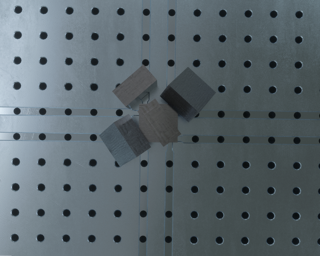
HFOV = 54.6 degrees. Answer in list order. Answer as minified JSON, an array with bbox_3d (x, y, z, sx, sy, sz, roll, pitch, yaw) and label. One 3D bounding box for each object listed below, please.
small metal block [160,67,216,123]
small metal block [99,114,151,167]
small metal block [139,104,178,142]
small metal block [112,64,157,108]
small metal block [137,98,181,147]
[{"bbox_3d":[0.037,-0.044,0.400,0.050,0.025,0.050,43,50,0],"label":"small metal block"},{"bbox_3d":[-0.046,0.017,0.398,0.025,0.050,0.050,-34,90,-37],"label":"small metal block"},{"bbox_3d":[-0.002,-0.006,0.413,0.050,0.025,0.050,1,90,-1],"label":"small metal block"},{"bbox_3d":[-0.031,-0.052,0.401,0.050,0.050,0.025,-41,90,0],"label":"small metal block"},{"bbox_3d":[-0.001,-0.006,0.376,0.025,0.050,0.050,-36,91,-1],"label":"small metal block"}]
